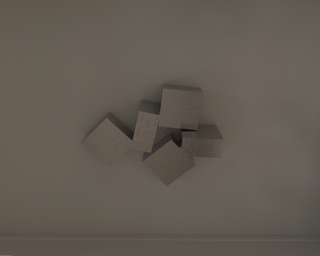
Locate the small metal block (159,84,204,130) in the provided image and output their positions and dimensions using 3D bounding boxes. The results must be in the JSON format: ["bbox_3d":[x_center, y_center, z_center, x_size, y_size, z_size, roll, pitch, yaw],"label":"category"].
[{"bbox_3d":[0.026,-0.027,0.400,0.050,0.025,0.050,6,110,-3],"label":"small metal block"}]

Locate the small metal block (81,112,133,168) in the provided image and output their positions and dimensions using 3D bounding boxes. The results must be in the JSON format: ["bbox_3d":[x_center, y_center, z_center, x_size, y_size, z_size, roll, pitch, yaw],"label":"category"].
[{"bbox_3d":[-0.068,0.016,0.414,0.050,0.025,0.050,-43,105,14],"label":"small metal block"}]

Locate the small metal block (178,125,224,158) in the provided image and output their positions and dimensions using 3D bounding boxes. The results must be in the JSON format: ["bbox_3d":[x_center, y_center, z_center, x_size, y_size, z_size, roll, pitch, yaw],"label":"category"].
[{"bbox_3d":[0.052,0.016,0.402,0.050,0.050,0.025,3,110,-2],"label":"small metal block"}]

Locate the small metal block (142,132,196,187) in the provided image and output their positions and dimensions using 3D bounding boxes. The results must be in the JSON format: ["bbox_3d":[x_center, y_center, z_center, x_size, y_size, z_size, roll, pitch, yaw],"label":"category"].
[{"bbox_3d":[0.012,0.043,0.425,0.050,0.025,0.050,-39,106,12],"label":"small metal block"}]

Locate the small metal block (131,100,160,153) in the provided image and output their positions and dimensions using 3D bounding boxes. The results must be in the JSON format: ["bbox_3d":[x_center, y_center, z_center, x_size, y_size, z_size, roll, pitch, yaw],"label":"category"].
[{"bbox_3d":[-0.018,-0.003,0.394,0.025,0.050,0.050,12,110,-5],"label":"small metal block"}]
